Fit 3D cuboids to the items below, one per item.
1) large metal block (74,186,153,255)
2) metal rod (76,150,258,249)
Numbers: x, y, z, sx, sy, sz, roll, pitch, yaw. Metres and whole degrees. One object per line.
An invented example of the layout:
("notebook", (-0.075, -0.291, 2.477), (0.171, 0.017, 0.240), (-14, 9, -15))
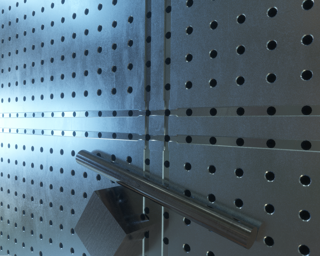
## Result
("large metal block", (-0.070, 0.144, 0.448), (0.080, 0.050, 0.080), (44, 116, 31))
("metal rod", (-0.016, 0.082, 0.420), (0.300, 0.025, 0.025), (17, 101, 38))
